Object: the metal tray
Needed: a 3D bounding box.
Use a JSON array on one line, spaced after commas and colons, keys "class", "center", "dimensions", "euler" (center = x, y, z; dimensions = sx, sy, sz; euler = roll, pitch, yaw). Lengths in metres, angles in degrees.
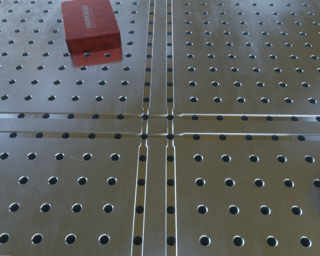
[{"class": "metal tray", "center": [-0.127, -0.190, 0.563], "dimensions": [0.091, 0.030, 0.130], "euler": [-12, 51, -10]}]
